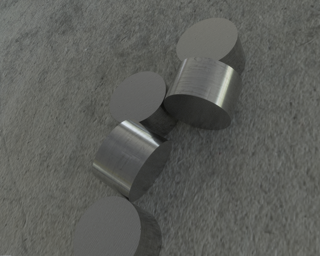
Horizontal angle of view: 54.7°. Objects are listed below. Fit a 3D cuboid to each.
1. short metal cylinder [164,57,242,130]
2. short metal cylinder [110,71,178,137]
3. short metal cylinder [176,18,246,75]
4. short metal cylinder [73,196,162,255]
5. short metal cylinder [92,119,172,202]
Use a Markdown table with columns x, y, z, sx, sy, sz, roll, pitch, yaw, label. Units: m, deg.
| x | y | z | sx | sy | sz | roll | pitch | yaw | label |
| --- | --- | --- | --- | --- | --- | --- | --- | --- | --- |
| 0.051 | -0.038 | 0.365 | 0.080 | 0.080 | 0.050 | 8 | 66 | 31 | short metal cylinder |
| -0.019 | -0.028 | 0.414 | 0.080 | 0.050 | 0.080 | -13 | 56 | 20 | short metal cylinder |
| 0.068 | -0.098 | 0.411 | 0.080 | 0.050 | 0.080 | -13 | 56 | 20 | short metal cylinder |
| -0.045 | 0.120 | 0.336 | 0.080 | 0.050 | 0.080 | -13 | 56 | 21 | short metal cylinder |
| -0.030 | 0.036 | 0.353 | 0.050 | 0.080 | 0.080 | 31 | 78 | 18 | short metal cylinder |
